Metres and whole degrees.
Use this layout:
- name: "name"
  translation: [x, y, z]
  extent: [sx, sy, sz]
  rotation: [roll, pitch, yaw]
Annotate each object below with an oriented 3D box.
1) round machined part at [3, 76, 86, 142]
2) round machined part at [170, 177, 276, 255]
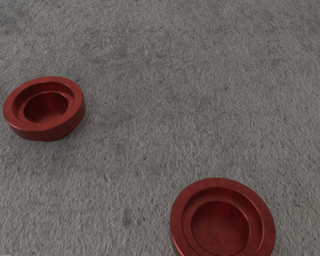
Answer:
- name: "round machined part"
  translation: [-0.147, -0.021, 0.408]
  extent: [0.099, 0.042, 0.098]
  rotation: [0, 50, 0]
- name: "round machined part"
  translation: [0.059, 0.102, 0.307]
  extent: [0.099, 0.042, 0.098]
  rotation: [0, 50, 0]
